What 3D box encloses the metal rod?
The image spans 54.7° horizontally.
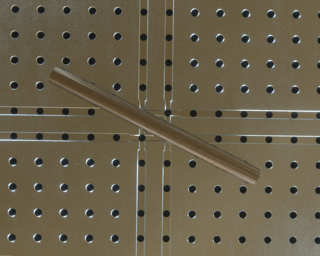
[{"bbox_3d":[-0.006,-0.003,0.413,0.301,0.025,0.025,27,90,-1],"label":"metal rod"}]
